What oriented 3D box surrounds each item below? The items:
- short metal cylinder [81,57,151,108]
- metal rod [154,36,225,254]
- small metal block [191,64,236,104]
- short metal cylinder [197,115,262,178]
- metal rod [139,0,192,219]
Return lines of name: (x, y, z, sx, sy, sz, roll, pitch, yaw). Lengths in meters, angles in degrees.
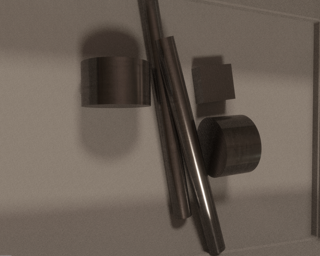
short metal cylinder: (-0.051, -0.050, 0.363, 0.081, 0.080, 0.050, -1, 91, -20)
metal rod: (0.043, 0.031, 0.409, 0.025, 0.025, 0.298, -20, 104, -19)
small metal block: (0.076, -0.063, 0.440, 0.050, 0.025, 0.050, -9, 93, -20)
short metal cylinder: (0.090, 0.024, 0.416, 0.050, 0.080, 0.079, -5, 92, -21)
metal rod: (0.007, -0.027, 0.414, 0.025, 0.025, 0.298, -10, 94, -20)
